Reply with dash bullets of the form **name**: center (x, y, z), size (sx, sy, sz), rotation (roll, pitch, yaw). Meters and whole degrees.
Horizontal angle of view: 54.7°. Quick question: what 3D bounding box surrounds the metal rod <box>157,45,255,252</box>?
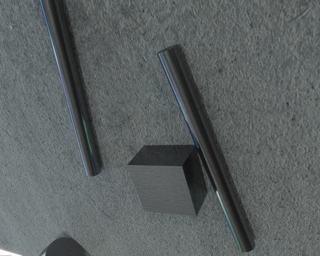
- **metal rod**: center (0.066, 0.040, 0.395), size (0.025, 0.025, 0.299), rotation (-12, 113, 33)

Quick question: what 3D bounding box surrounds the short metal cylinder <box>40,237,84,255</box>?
- **short metal cylinder**: center (-0.209, 0.277, 0.650), size (0.080, 0.080, 0.050), rotation (44, 129, -3)

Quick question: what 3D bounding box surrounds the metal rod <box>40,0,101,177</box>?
- **metal rod**: center (-0.123, -0.058, 0.433), size (0.025, 0.025, 0.298), rotation (8, 122, 24)

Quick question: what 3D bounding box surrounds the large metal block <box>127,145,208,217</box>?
- **large metal block**: center (0.012, 0.070, 0.426), size (0.080, 0.050, 0.080), rotation (-3, 117, 29)
